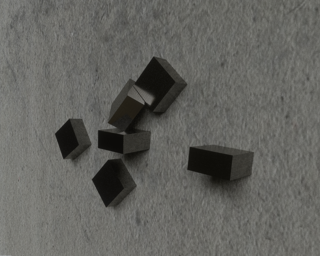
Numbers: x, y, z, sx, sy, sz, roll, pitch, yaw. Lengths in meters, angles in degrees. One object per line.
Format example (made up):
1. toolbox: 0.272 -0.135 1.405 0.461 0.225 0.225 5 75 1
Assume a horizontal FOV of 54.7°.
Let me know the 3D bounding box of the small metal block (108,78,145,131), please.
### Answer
1. small metal block: -0.045 -0.032 0.423 0.050 0.025 0.050 -50 22 27

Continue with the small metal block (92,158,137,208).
1. small metal block: -0.069 0.081 0.459 0.050 0.025 0.050 -49 62 28

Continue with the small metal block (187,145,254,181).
1. small metal block: 0.066 0.035 0.333 0.050 0.050 0.025 9 96 39

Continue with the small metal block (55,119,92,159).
1. small metal block: -0.147 0.019 0.523 0.050 0.025 0.050 -38 67 33

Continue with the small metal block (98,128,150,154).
1. small metal block: -0.049 0.016 0.426 0.050 0.050 0.025 8 100 39

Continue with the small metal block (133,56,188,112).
1. small metal block: -0.001 -0.056 0.404 0.050 0.025 0.050 -51 61 27
